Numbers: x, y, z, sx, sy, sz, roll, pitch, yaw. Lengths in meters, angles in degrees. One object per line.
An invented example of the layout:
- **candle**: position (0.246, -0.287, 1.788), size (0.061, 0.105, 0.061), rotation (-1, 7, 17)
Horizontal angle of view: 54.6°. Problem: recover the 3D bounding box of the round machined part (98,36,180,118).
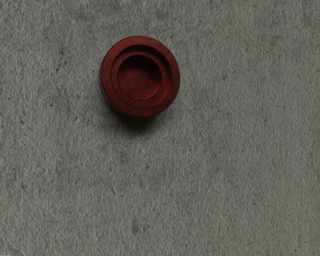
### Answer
- **round machined part**: position (-0.028, -0.062, 0.389), size (0.099, 0.042, 0.097), rotation (0, 90, -20)
